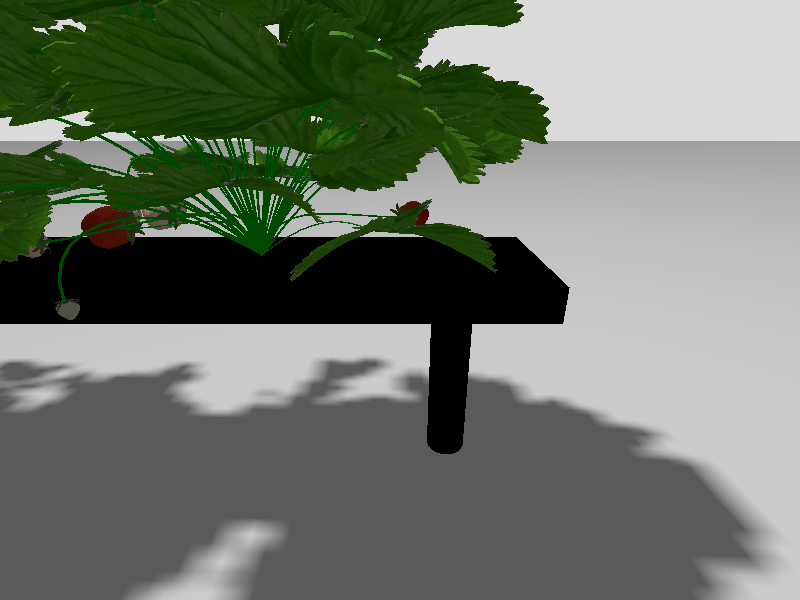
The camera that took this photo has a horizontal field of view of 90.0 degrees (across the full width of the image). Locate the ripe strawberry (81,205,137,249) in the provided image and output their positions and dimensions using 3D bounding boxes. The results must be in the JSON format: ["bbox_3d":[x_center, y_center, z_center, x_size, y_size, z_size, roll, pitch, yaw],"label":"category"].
[{"bbox_3d":[-0.276,-0.070,0.379,0.045,0.038,0.044,3,24,9],"label":"ripe strawberry"}]

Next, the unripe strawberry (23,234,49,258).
[{"bbox_3d":[-0.327,-0.050,0.351,0.026,0.026,0.029,-1,23,-2],"label":"unripe strawberry"}]

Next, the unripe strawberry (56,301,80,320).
[{"bbox_3d":[-0.195,0.006,0.236,0.011,0.011,0.011,12,26,25],"label":"unripe strawberry"}]

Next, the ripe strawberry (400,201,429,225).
[{"bbox_3d":[0.016,-0.096,0.451,0.036,0.031,0.036,-15,28,-33],"label":"ripe strawberry"}]

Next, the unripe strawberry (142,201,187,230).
[{"bbox_3d":[-0.264,-0.099,0.447,0.045,0.038,0.045,15,28,33],"label":"unripe strawberry"}]

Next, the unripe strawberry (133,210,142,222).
[{"bbox_3d":[-0.309,-0.097,0.466,0.017,0.016,0.015,14,27,29],"label":"unripe strawberry"}]
